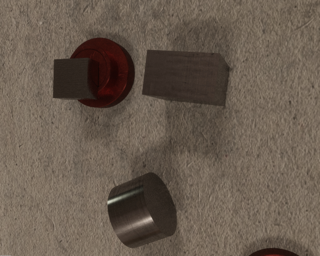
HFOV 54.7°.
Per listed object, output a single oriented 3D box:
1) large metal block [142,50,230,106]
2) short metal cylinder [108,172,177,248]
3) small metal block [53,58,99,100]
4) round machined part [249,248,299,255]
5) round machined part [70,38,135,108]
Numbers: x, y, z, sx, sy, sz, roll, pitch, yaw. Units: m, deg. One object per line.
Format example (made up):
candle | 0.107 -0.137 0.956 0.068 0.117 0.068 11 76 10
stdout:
large metal block | 0.034 -0.057 0.367 0.080 0.080 0.050 8 93 19
short metal cylinder | -0.020 0.102 0.386 0.050 0.080 0.080 -25 82 18
small metal block | -0.109 -0.063 0.402 0.050 0.025 0.050 2 90 19
round machined part | 0.135 0.193 0.352 0.098 0.042 0.097 0 90 19
round machined part | -0.089 -0.077 0.430 0.098 0.042 0.097 0 90 19
